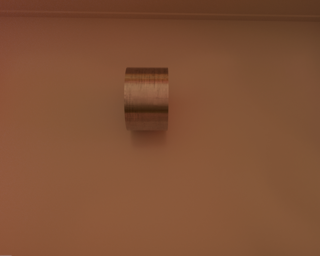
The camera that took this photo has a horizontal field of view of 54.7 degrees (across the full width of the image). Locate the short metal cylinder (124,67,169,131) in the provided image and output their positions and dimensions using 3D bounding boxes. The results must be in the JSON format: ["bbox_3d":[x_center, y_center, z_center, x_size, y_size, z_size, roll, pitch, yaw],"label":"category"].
[{"bbox_3d":[-0.016,-0.036,0.391,0.050,0.080,0.080,0,70,0],"label":"short metal cylinder"}]
